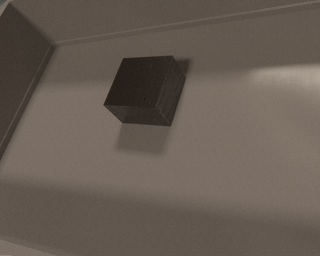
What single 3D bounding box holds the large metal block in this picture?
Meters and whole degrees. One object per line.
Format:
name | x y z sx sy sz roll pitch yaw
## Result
large metal block | -0.019 -0.051 0.430 0.080 0.050 0.080 4 64 30
